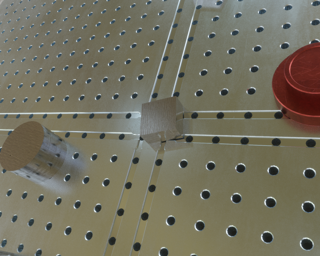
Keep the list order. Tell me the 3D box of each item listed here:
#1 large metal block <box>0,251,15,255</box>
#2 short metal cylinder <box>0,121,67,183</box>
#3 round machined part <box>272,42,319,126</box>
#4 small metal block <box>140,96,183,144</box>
[{"bbox_3d":[-0.231,0.193,0.373,0.080,0.080,0.050,-43,51,-2],"label":"large metal block"},{"bbox_3d":[-0.190,0.036,0.467,0.080,0.050,0.080,-13,57,20],"label":"short metal cylinder"},{"bbox_3d":[0.174,-0.055,0.340,0.098,0.042,0.098,-13,56,20],"label":"round machined part"},{"bbox_3d":[0.003,-0.010,0.412,0.050,0.025,0.050,-11,57,21],"label":"small metal block"}]
